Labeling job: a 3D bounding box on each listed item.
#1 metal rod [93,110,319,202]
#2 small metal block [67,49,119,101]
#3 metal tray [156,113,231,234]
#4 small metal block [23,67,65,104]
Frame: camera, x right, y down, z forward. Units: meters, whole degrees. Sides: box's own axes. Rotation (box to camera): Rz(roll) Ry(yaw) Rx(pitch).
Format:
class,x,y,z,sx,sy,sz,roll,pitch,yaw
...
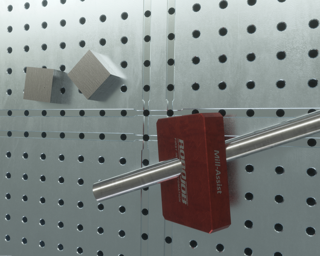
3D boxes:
class,x,y,z,sx,sy,sz,roll,pitch,yaw
metal rod,0.061,0.033,0.368,0.301,0.025,0.025,-19,84,10
small metal block,-0.096,-0.075,0.447,0.050,0.025,0.050,-44,77,14
metal tray,0.037,0.050,0.372,0.090,0.030,0.129,-6,88,54
small metal block,-0.178,-0.065,0.476,0.050,0.025,0.050,8,93,19
